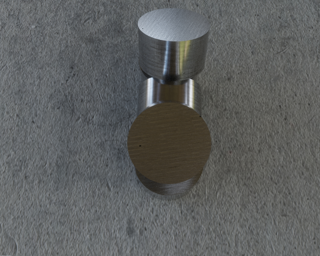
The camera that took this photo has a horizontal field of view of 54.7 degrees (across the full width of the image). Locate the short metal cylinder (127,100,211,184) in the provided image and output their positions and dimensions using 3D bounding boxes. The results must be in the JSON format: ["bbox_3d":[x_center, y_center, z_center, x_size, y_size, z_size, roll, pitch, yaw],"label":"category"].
[{"bbox_3d":[0.009,0.012,0.321,0.080,0.050,0.079,0,98,1],"label":"short metal cylinder"}]

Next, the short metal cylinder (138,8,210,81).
[{"bbox_3d":[0.015,-0.099,0.364,0.081,0.050,0.080,1,45,-1],"label":"short metal cylinder"}]

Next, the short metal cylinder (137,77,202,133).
[{"bbox_3d":[0.012,-0.025,0.390,0.080,0.080,0.050,1,70,0],"label":"short metal cylinder"}]

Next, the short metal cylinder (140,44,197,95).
[{"bbox_3d":[0.013,-0.081,0.426,0.081,0.050,0.080,0,70,0],"label":"short metal cylinder"}]

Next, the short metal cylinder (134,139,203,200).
[{"bbox_3d":[0.010,0.046,0.380,0.081,0.050,0.080,0,70,0],"label":"short metal cylinder"}]
